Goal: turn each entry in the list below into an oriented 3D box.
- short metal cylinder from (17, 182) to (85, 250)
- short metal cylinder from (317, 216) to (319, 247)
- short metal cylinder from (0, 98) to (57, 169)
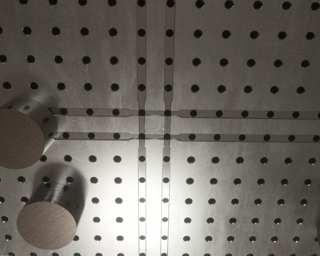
[{"bbox_3d":[-0.154,0.125,0.444,0.081,0.050,0.079,0,110,-1],"label":"short metal cylinder"},{"bbox_3d":[0.273,0.155,0.445,0.050,0.080,0.079,7,110,-3],"label":"short metal cylinder"},{"bbox_3d":[-0.181,0.006,0.400,0.081,0.050,0.079,0,110,-1],"label":"short metal cylinder"}]
